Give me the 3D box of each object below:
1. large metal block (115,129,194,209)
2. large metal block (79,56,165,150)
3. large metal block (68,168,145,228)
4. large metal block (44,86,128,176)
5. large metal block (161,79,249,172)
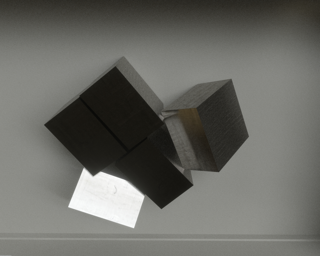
[{"bbox_3d":[-0.006,0.041,0.395,0.050,0.080,0.080,-40,106,13],"label":"large metal block"},{"bbox_3d":[-0.040,-0.033,0.367,0.050,0.080,0.080,-37,106,12],"label":"large metal block"},{"bbox_3d":[-0.069,0.090,0.406,0.080,0.080,0.050,21,74,-8],"label":"large metal block"},{"bbox_3d":[-0.082,-0.002,0.379,0.050,0.080,0.080,-36,107,12],"label":"large metal block"},{"bbox_3d":[0.057,-0.004,0.373,0.050,0.080,0.080,-3,117,44],"label":"large metal block"}]
